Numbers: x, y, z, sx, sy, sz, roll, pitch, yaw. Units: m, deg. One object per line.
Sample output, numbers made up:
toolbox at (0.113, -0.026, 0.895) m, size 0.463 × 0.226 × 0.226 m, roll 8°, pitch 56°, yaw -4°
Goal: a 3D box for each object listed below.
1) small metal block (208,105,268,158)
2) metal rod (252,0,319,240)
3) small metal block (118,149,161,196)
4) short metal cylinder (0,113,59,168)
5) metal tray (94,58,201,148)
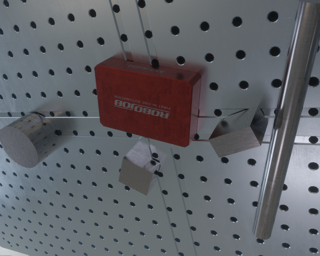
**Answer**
small metal block at (0.089, 0.004, 0.350) m, size 0.050 × 0.050 × 0.025 m, roll -22°, pitch 107°, yaw 36°
metal rod at (0.137, 0.016, 0.348) m, size 0.025 × 0.025 × 0.298 m, roll 12°, pitch 124°, yaw 21°
small metal block at (-0.032, 0.068, 0.470) m, size 0.050 × 0.025 × 0.050 m, roll 25°, pitch 127°, yaw 13°
short metal cylinder at (-0.220, 0.021, 0.524) m, size 0.080 × 0.050 × 0.079 m, roll 13°, pitch 124°, yaw 21°
metal tray at (-0.017, -0.034, 0.396) m, size 0.130 × 0.030 × 0.089 m, roll 14°, pitch 124°, yaw 20°
